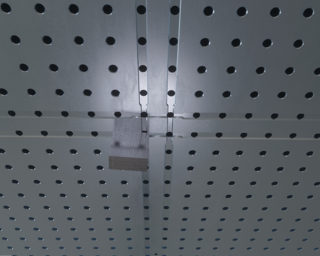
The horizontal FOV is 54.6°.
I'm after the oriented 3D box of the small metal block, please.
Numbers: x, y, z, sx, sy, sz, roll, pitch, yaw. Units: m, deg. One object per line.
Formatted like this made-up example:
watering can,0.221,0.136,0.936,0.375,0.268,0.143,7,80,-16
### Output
small metal block,-0.041,0.031,0.421,0.050,0.050,0.025,5,130,-4
